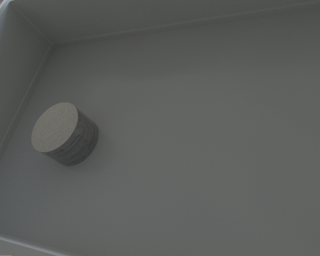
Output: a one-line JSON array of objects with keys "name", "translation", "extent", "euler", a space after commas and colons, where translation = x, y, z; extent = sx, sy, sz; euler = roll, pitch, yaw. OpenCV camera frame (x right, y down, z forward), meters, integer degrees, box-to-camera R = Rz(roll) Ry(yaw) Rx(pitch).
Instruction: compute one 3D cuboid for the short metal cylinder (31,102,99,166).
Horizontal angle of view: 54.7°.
[{"name": "short metal cylinder", "translation": [-0.138, 0.009, 0.454], "extent": [0.080, 0.050, 0.080], "euler": [-13, 56, 20]}]
